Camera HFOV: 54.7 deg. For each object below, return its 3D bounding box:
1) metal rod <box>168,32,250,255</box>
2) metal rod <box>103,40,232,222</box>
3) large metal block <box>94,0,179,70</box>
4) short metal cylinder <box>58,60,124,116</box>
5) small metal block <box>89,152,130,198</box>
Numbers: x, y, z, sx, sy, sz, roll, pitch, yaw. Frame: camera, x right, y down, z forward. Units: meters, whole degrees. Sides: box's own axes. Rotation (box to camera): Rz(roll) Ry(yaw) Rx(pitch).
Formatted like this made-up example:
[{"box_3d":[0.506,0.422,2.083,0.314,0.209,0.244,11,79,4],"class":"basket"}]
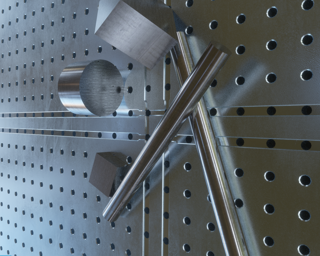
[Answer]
[{"box_3d":[0.057,0.027,0.361,0.025,0.025,0.299,-23,76,37],"class":"metal rod"},{"box_3d":[-0.007,0.025,0.390,0.025,0.025,0.298,51,127,27],"class":"metal rod"},{"box_3d":[-0.028,-0.131,0.376,0.050,0.080,0.080,-41,37,32],"class":"large metal block"},{"box_3d":[-0.100,-0.058,0.453,0.050,0.081,0.079,5,93,39],"class":"short metal cylinder"},{"box_3d":[-0.078,0.070,0.471,0.050,0.025,0.050,27,107,36],"class":"small metal block"}]
